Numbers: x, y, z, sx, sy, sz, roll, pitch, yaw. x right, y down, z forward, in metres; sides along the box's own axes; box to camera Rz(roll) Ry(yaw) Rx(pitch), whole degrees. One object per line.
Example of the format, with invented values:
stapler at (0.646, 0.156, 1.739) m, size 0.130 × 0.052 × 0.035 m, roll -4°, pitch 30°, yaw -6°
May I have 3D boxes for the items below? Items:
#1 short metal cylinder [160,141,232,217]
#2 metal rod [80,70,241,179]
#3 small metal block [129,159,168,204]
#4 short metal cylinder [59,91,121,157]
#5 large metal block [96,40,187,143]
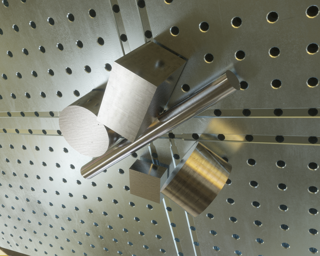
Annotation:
short metal cylinder at (0.044, 0.063, 0.387) m, size 0.050 × 0.080 × 0.080 m, roll 37°, pitch 129°, yaw 3°
metal rod at (-0.021, 0.011, 0.425) m, size 0.299 × 0.025 × 0.025 m, roll -32°, pitch 101°, yaw 38°
small metal block at (-0.017, 0.080, 0.465) m, size 0.050 × 0.025 × 0.050 m, roll 14°, pitch 124°, yaw 20°
short metal cylinder at (-0.093, -0.006, 0.435) m, size 0.080 × 0.050 × 0.079 m, roll 13°, pitch 124°, yaw 21°
large metal block at (-0.021, -0.043, 0.355) m, size 0.050 × 0.080 × 0.079 m, roll 32°, pitch 129°, yaw 7°
